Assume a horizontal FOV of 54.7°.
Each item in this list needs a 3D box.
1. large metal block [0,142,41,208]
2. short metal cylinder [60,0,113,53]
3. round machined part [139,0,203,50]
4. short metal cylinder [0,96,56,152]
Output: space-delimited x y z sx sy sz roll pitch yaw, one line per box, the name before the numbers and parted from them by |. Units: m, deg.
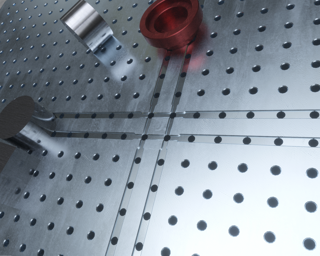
large metal block | -0.248 0.068 0.481 0.080 0.050 0.080 11 67 33
short metal cylinder | -0.130 -0.180 0.552 0.050 0.080 0.080 -46 51 -3
round machined part | 0.021 -0.163 0.486 0.098 0.042 0.098 -13 56 21
short metal cylinder | -0.221 -0.007 0.513 0.080 0.050 0.080 -13 56 21
